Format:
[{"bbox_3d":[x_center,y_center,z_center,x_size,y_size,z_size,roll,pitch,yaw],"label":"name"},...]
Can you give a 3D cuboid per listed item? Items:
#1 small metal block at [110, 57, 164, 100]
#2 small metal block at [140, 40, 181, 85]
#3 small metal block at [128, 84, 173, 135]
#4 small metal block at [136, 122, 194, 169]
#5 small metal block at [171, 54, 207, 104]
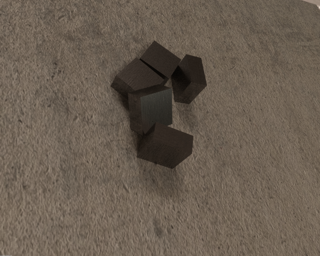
[{"bbox_3d":[-0.031,-0.062,0.427,0.050,0.025,0.050,39,51,-2],"label":"small metal block"},{"bbox_3d":[-0.003,-0.095,0.462,0.050,0.025,0.050,34,51,-6],"label":"small metal block"},{"bbox_3d":[-0.011,-0.024,0.396,0.050,0.050,0.025,-21,31,-36],"label":"small metal block"},{"bbox_3d":[0.006,0.023,0.378,0.050,0.050,0.025,21,54,-17],"label":"small metal block"},{"bbox_3d":[0.041,-0.071,0.455,0.025,0.050,0.050,8,58,-25],"label":"small metal block"}]
